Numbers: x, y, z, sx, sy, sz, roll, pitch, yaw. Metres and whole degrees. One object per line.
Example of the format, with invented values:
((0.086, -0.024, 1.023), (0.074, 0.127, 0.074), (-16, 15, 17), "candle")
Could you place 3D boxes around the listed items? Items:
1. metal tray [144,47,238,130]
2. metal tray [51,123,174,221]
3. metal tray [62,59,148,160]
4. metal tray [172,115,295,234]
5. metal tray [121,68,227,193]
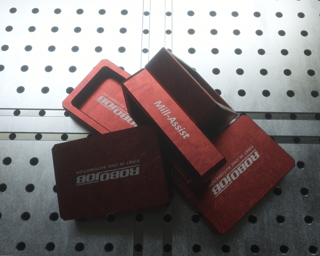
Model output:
((0.043, -0.041, 0.372), (0.030, 0.130, 0.090), (-45, 74, 15), "metal tray")
((-0.056, 0.052, 0.364), (0.131, 0.030, 0.090), (-12, 81, 10), "metal tray")
((-0.051, -0.024, 0.417), (0.130, 0.030, 0.090), (34, 73, 11), "metal tray")
((0.090, 0.056, 0.388), (0.130, 0.030, 0.090), (-39, 75, -14), "metal tray")
((0.011, 0.006, 0.343), (0.030, 0.090, 0.130), (-37, 75, -12), "metal tray")
